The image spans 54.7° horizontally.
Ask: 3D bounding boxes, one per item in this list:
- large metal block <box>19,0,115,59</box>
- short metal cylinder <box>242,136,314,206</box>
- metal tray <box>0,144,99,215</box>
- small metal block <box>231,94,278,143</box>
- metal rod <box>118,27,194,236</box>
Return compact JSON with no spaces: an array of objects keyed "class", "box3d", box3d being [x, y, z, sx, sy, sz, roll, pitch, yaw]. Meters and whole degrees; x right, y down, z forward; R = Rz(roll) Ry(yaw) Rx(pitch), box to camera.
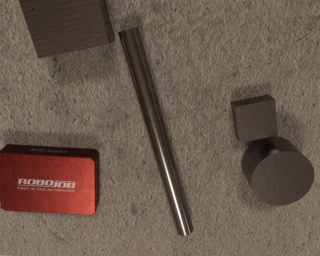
[{"class":"large metal block","box3d":[-0.102,-0.129,0.348,0.080,0.050,0.079,-11,110,3]},{"class":"short metal cylinder","box3d":[0.157,0.057,0.420,0.081,0.050,0.079,0,110,-1]},{"class":"metal tray","box3d":[-0.153,0.072,0.432,0.131,0.030,0.089,3,110,-2]},{"class":"small metal block","box3d":[0.124,-0.013,0.407,0.050,0.025,0.050,-11,110,3]},{"class":"metal rod","box3d":[0.000,0.019,0.416,0.025,0.025,0.298,-14,110,5]}]
